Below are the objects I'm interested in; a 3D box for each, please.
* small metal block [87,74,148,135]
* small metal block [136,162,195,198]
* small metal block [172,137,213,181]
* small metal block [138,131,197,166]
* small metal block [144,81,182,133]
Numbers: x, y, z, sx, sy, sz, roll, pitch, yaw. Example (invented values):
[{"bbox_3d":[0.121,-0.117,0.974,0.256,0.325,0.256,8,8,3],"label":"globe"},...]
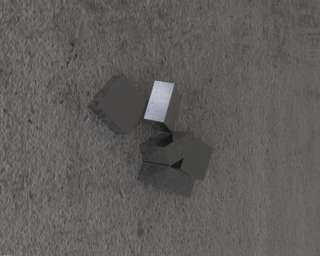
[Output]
[{"bbox_3d":[-0.048,-0.027,0.364,0.050,0.025,0.050,49,61,-29],"label":"small metal block"},{"bbox_3d":[0.007,0.066,0.394,0.050,0.050,0.025,30,72,-36],"label":"small metal block"},{"bbox_3d":[0.044,0.042,0.441,0.050,0.025,0.050,32,70,-36],"label":"small metal block"},{"bbox_3d":[0.010,0.025,0.396,0.050,0.050,0.025,-26,107,-37],"label":"small metal block"},{"bbox_3d":[0.005,-0.025,0.393,0.050,0.025,0.050,50,54,-68],"label":"small metal block"}]
